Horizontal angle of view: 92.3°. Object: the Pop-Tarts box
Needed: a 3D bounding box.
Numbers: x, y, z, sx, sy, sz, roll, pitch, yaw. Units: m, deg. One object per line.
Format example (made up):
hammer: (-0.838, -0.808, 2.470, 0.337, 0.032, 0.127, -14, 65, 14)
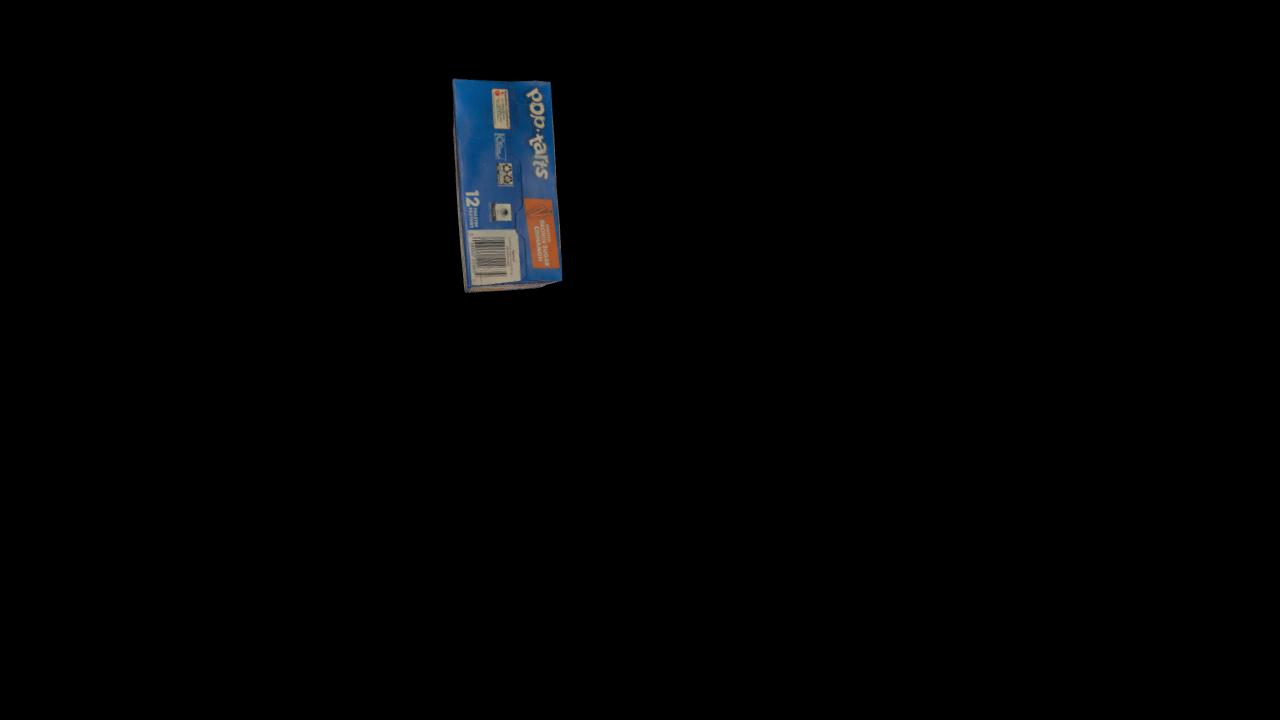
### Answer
Pop-Tarts box: (-0.126, -0.150, 0.569, 0.083, 0.167, 0.141, -4, 5, -17)
